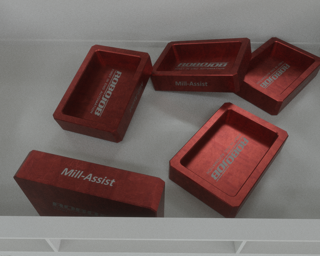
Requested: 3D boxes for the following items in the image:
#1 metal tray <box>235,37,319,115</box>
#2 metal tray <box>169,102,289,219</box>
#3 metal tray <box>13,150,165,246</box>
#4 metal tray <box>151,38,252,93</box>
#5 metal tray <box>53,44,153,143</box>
[{"bbox_3d":[0.175,-0.084,0.474,0.090,0.030,0.131,37,59,26],"label":"metal tray"},{"bbox_3d":[0.084,0.032,0.375,0.090,0.030,0.131,32,57,23],"label":"metal tray"},{"bbox_3d":[-0.062,0.071,0.302,0.131,0.089,0.030,11,51,9],"label":"metal tray"},{"bbox_3d":[0.060,-0.093,0.455,0.130,0.030,0.090,5,48,27],"label":"metal tray"},{"bbox_3d":[-0.073,-0.051,0.421,0.090,0.030,0.130,13,63,15],"label":"metal tray"}]
